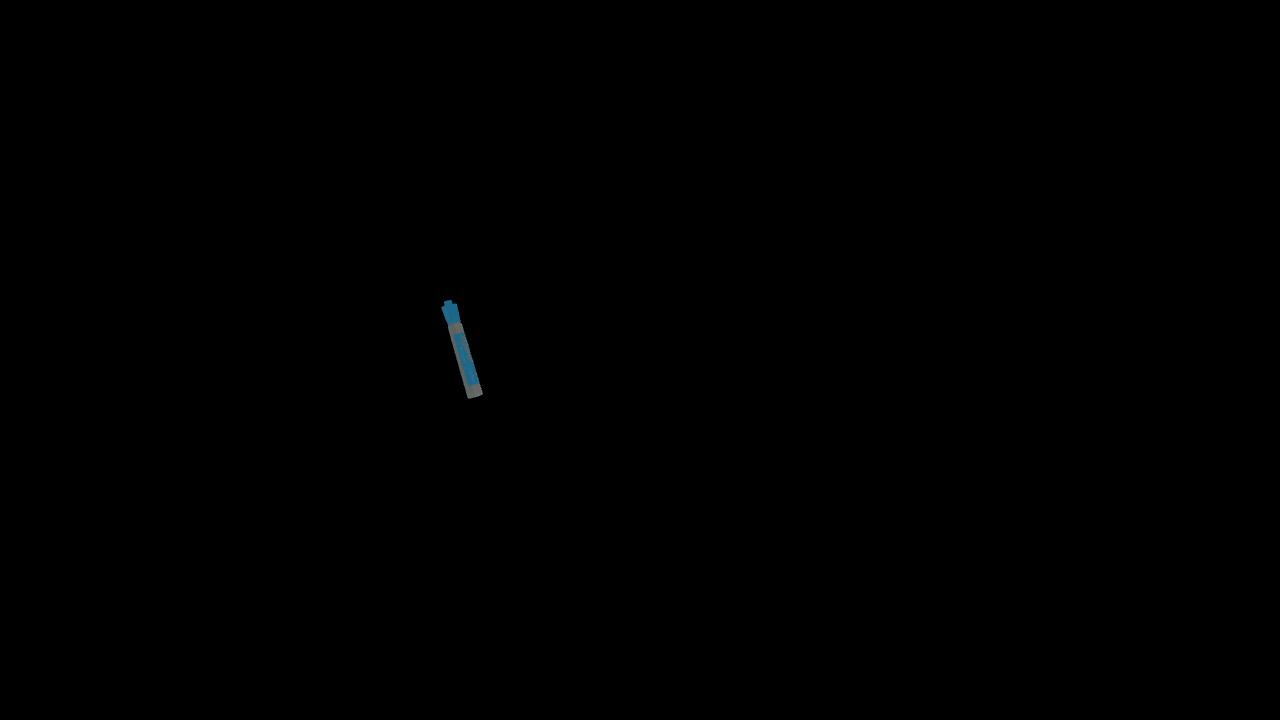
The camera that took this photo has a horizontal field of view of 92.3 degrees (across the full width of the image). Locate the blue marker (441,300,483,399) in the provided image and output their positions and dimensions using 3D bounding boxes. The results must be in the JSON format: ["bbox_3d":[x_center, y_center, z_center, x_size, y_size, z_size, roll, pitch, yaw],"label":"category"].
[{"bbox_3d":[-0.216,-0.013,0.745,0.020,0.121,0.020,-15,5,1],"label":"blue marker"}]
